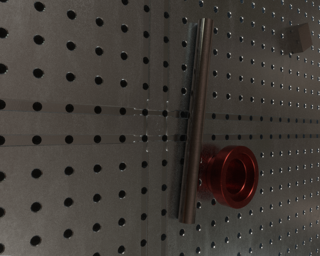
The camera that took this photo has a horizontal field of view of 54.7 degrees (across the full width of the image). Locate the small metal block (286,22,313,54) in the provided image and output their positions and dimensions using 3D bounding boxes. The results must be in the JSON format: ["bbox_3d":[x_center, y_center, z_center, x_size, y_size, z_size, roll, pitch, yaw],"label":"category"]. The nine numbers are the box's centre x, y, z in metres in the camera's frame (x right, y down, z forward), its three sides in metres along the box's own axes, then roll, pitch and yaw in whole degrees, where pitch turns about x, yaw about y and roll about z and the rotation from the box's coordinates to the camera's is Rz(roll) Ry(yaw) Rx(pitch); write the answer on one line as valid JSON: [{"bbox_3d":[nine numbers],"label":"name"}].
[{"bbox_3d":[0.300,-0.193,0.665,0.050,0.025,0.050,-34,111,-35],"label":"small metal block"}]

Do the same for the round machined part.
[{"bbox_3d":[0.112,0.076,0.495,0.099,0.042,0.097,0,90,-40],"label":"round machined part"}]

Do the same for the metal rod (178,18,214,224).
[{"bbox_3d":[0.054,-0.013,0.456,0.025,0.025,0.298,11,83,-40],"label":"metal rod"}]
